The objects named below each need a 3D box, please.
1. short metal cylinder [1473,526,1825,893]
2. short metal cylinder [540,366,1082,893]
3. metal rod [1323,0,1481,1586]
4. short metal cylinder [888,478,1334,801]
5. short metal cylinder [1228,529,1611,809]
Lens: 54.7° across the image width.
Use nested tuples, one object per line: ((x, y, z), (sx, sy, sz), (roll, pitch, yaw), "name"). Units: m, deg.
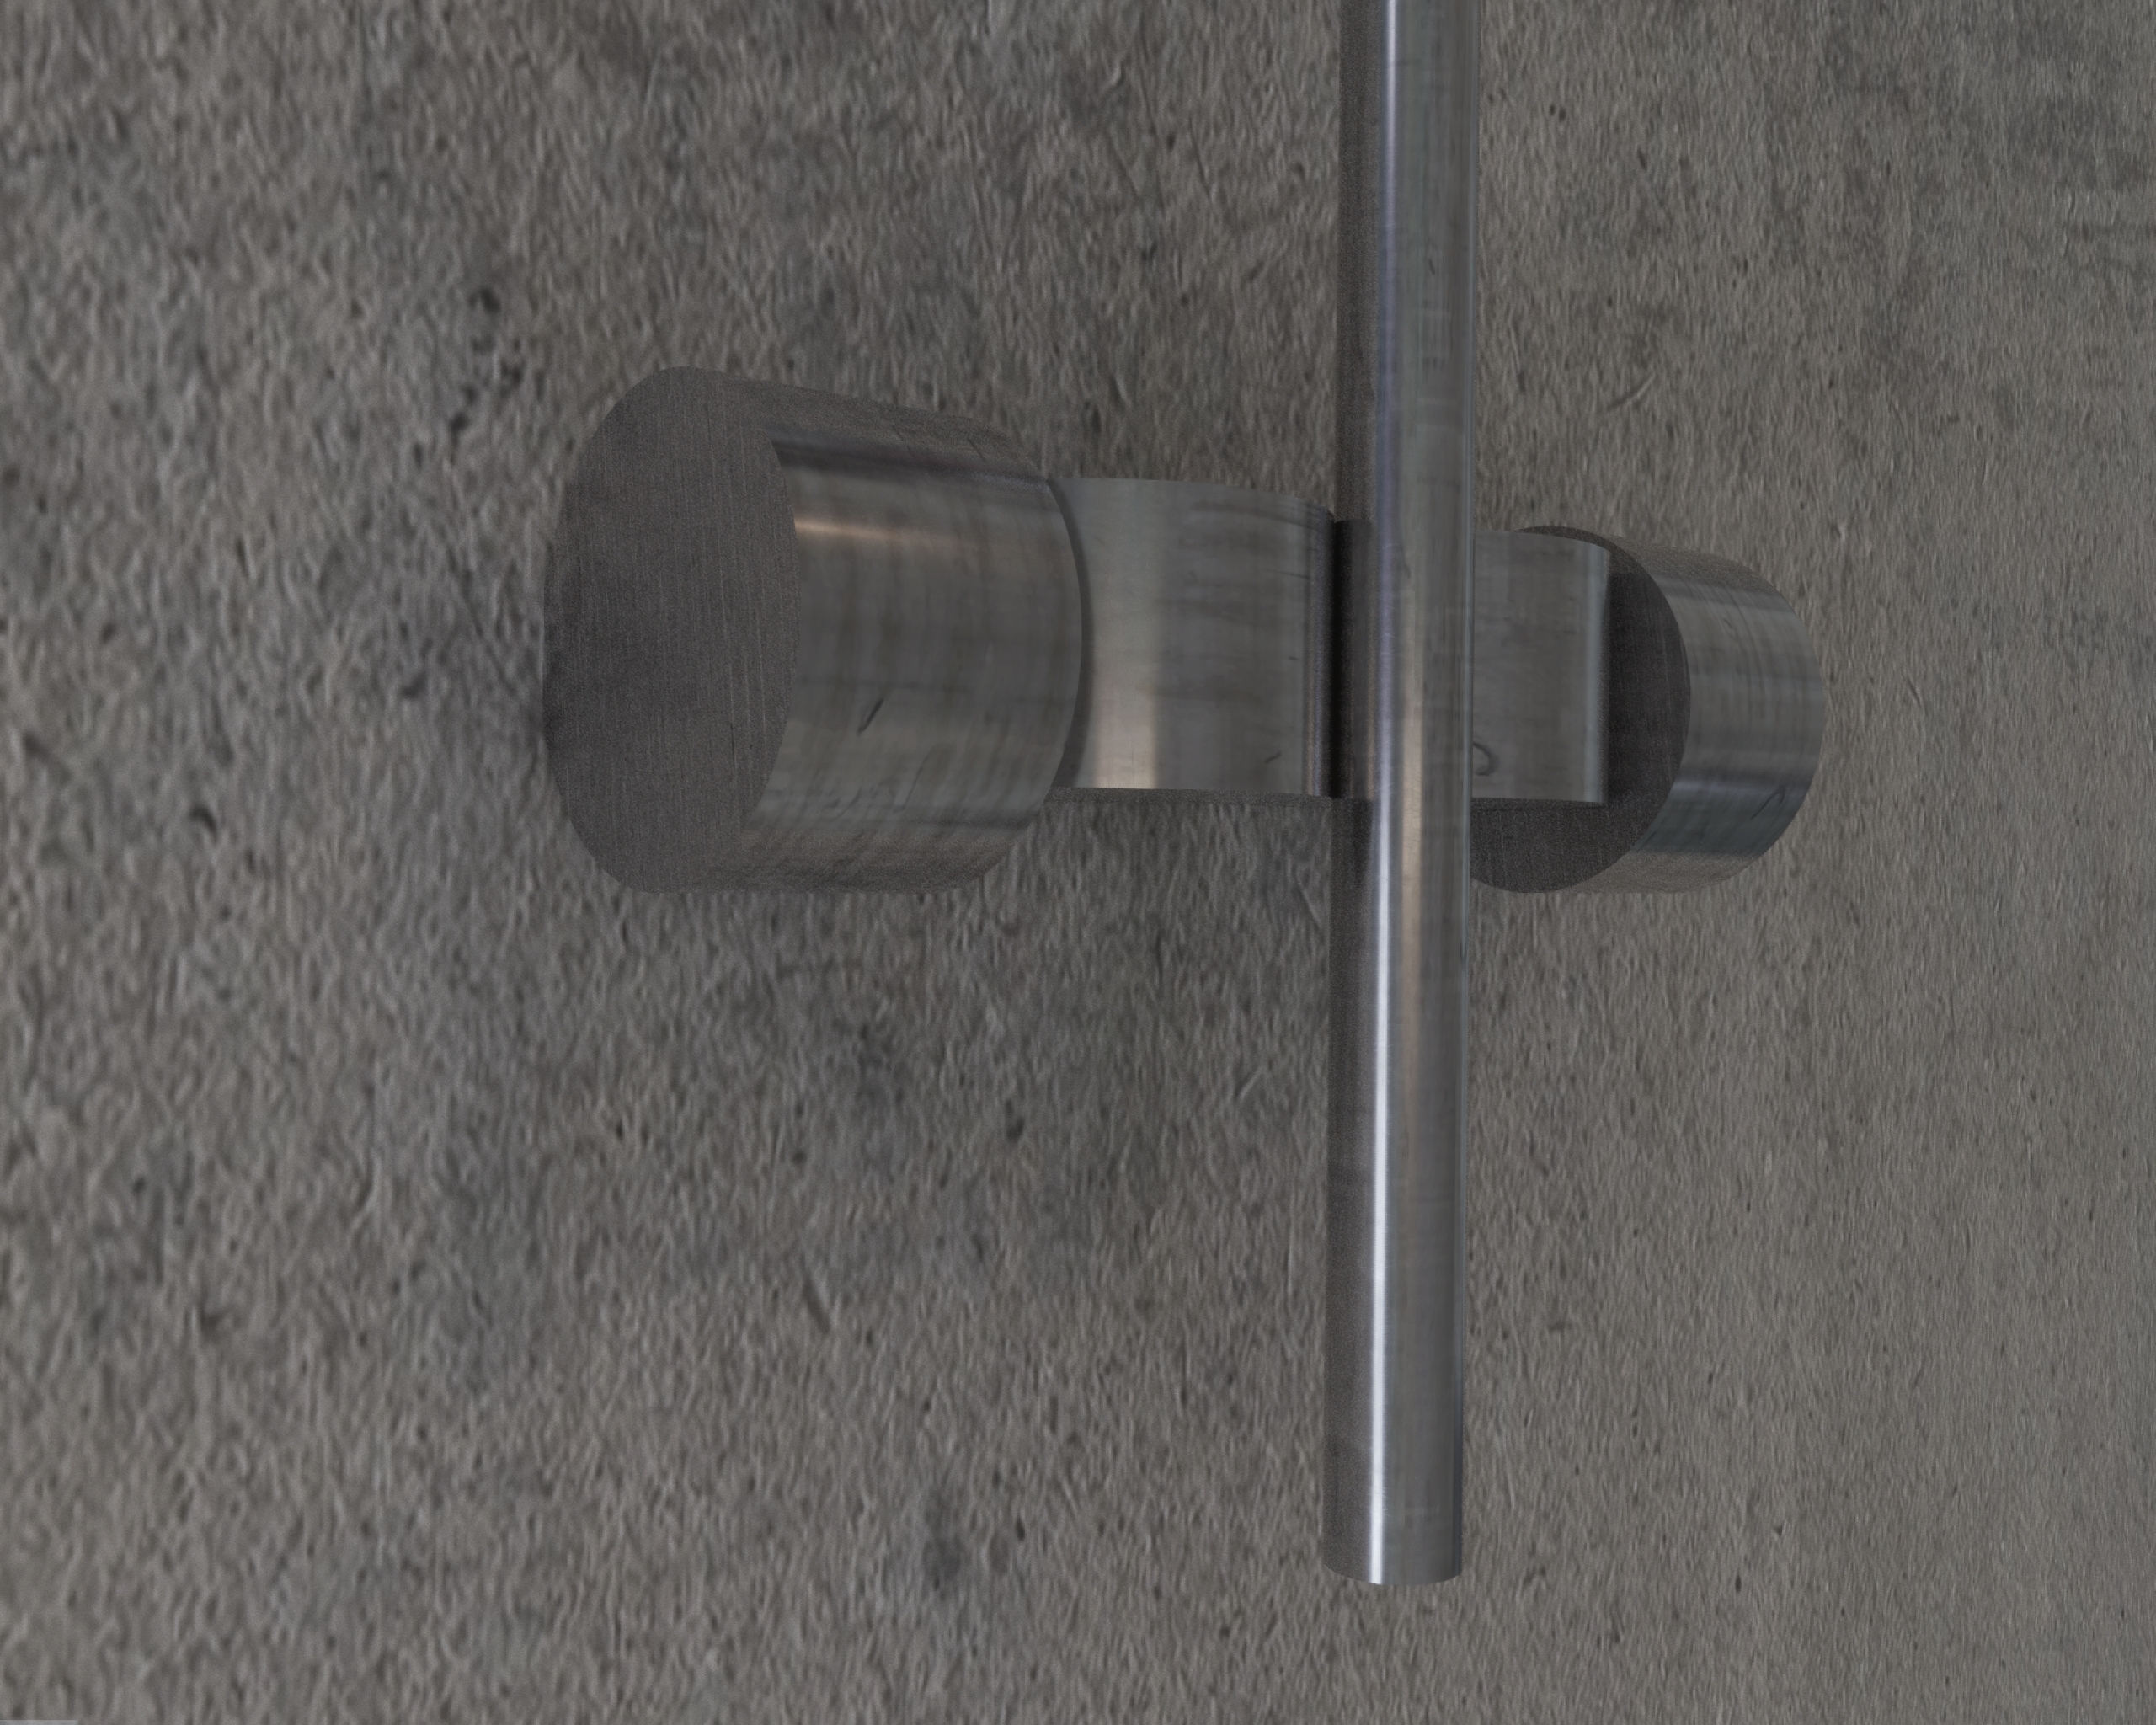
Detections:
((0.118, -0.033, 0.469), (0.050, 0.080, 0.080), (1, 90, -40), "short metal cylinder")
((-0.044, -0.035, 0.333), (0.050, 0.080, 0.080), (1, 90, -40), "short metal cylinder")
((0.058, -0.024, 0.374), (0.025, 0.025, 0.298), (1, 89, -40), "metal rod")
((0.005, -0.037, 0.375), (0.081, 0.080, 0.050), (1, 90, -40), "short metal cylinder")
((0.067, -0.037, 0.426), (0.081, 0.080, 0.050), (1, 90, -40), "short metal cylinder")
